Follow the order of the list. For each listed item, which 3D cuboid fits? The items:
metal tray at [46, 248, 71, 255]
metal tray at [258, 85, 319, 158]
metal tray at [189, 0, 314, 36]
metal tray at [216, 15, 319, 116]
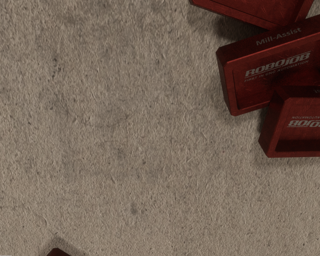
[{"bbox_3d":[-0.145,0.263,0.502,0.130,0.030,0.090,39,105,-14],"label":"metal tray"},{"bbox_3d":[0.200,-0.007,0.388,0.131,0.030,0.089,-1,126,-7],"label":"metal tray"},{"bbox_3d":[0.108,-0.164,0.347,0.131,0.030,0.089,17,109,-7],"label":"metal tray"},{"bbox_3d":[0.138,-0.070,0.362,0.131,0.030,0.090,-17,138,6],"label":"metal tray"}]
